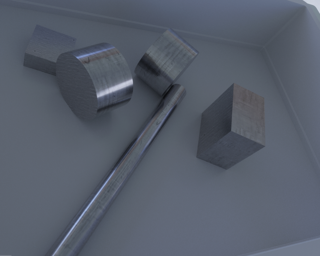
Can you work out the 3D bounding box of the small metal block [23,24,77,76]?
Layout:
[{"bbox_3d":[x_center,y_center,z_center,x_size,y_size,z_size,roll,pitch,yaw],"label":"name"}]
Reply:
[{"bbox_3d":[-0.138,-0.096,0.391,0.050,0.025,0.050,16,55,-19],"label":"small metal block"}]

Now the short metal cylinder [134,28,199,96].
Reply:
[{"bbox_3d":[0.009,-0.091,0.432,0.050,0.080,0.080,41,51,-1],"label":"short metal cylinder"}]

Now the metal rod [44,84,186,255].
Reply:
[{"bbox_3d":[-0.039,0.042,0.360,0.025,0.025,0.301,37,51,-4],"label":"metal rod"}]

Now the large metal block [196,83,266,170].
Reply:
[{"bbox_3d":[0.096,0.000,0.425,0.050,0.080,0.080,23,53,-15],"label":"large metal block"}]

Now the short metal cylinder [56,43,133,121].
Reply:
[{"bbox_3d":[-0.077,-0.055,0.363,0.050,0.080,0.080,-29,78,-38],"label":"short metal cylinder"}]
